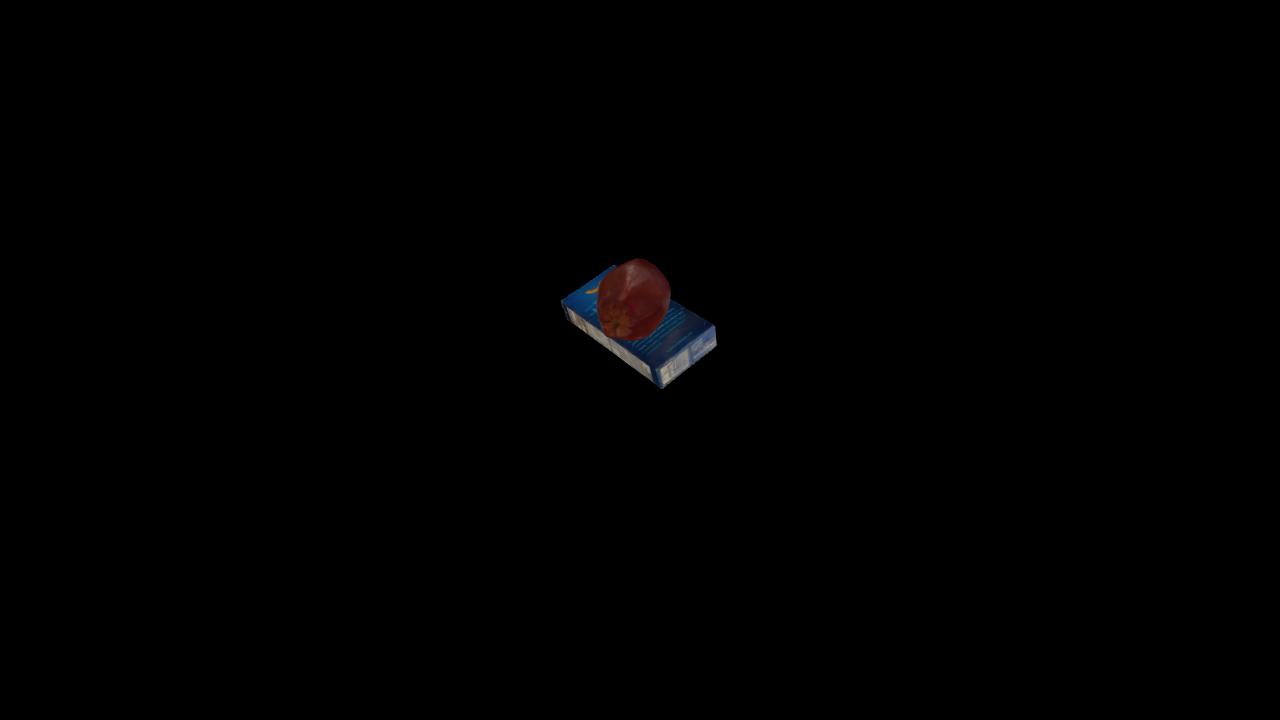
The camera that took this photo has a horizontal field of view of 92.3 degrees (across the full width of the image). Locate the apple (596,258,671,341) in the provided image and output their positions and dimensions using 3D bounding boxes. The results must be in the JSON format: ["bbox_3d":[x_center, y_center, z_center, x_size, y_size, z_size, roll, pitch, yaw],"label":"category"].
[{"bbox_3d":[-0.008,-0.061,0.644,0.079,0.079,0.093,0,36,21],"label":"apple"}]

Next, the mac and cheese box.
[{"bbox_3d":[-0.005,-0.046,0.750,0.093,0.041,0.184,-38,50,-20],"label":"mac and cheese box"}]
